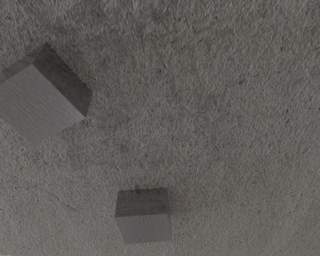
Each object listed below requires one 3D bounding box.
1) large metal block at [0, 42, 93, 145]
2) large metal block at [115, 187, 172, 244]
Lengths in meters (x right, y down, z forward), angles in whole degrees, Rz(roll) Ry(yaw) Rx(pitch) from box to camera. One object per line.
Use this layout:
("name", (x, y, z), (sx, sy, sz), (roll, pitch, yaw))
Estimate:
("large metal block", (-0.139, -0.037, 0.358), (0.080, 0.050, 0.080), (-25, 126, 19))
("large metal block", (-0.025, 0.147, 0.516), (0.080, 0.050, 0.080), (-6, 130, 4))
